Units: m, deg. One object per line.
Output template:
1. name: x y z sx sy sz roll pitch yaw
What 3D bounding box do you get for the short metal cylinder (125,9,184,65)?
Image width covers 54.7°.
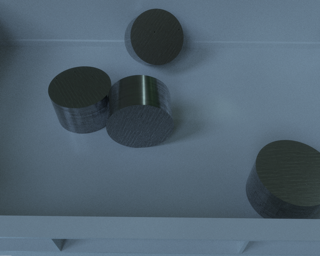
1. short metal cylinder: -0.010 -0.137 0.475 0.081 0.080 0.050 -16 15 -13

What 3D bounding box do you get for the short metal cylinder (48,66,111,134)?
1. short metal cylinder: -0.104 -0.039 0.421 0.080 0.050 0.080 0 50 0

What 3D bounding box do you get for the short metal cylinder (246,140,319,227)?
1. short metal cylinder: 0.140 0.060 0.339 0.080 0.050 0.080 0 50 0

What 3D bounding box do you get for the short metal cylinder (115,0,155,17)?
1. short metal cylinder: -0.050 -0.264 0.613 0.080 0.050 0.080 0 50 0

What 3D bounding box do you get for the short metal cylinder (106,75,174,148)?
1. short metal cylinder: -0.025 -0.019 0.385 0.081 0.080 0.050 -3 50 -3
